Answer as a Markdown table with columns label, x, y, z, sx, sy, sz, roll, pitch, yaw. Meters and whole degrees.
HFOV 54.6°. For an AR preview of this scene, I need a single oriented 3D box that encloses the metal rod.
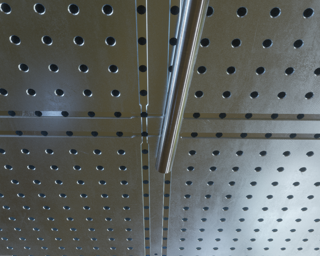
| label | x | y | z | sx | sy | sz | roll | pitch | yaw |
| --- | --- | --- | --- | --- | --- | --- | --- | --- | --- |
| metal rod | 0.024 | -0.055 | 0.364 | 0.025 | 0.025 | 0.298 | 5 | 130 | -5 |
